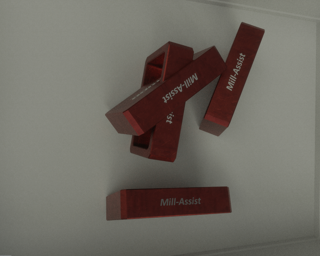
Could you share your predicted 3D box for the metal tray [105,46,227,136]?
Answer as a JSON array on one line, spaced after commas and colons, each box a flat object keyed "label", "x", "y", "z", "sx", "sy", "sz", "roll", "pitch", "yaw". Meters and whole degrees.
[{"label": "metal tray", "x": 0.005, "y": -0.042, "z": 0.364, "sx": 0.131, "sy": 0.090, "sz": 0.030, "roll": -38, "pitch": 104, "yaw": -18}]

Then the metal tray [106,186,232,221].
[{"label": "metal tray", "x": 0.007, "y": 0.092, "z": 0.376, "sx": 0.131, "sy": 0.090, "sz": 0.030, "roll": 3, "pitch": 73, "yaw": -20}]

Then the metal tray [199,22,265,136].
[{"label": "metal tray", "x": 0.091, "y": -0.059, "z": 0.407, "sx": 0.030, "sy": 0.090, "sz": 0.130, "roll": 22, "pitch": 82, "yaw": 6}]

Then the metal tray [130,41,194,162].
[{"label": "metal tray", "x": -0.001, "y": -0.029, "z": 0.375, "sx": 0.030, "sy": 0.090, "sz": 0.129, "roll": 11, "pitch": 86, "yaw": -19}]
